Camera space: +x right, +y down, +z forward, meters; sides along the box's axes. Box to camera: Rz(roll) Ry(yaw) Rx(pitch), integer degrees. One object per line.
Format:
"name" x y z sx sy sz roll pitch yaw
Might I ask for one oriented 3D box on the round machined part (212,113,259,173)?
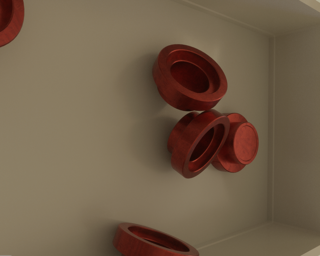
"round machined part" 0.123 0.024 0.502 0.099 0.042 0.097 0 90 -40

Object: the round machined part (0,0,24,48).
"round machined part" -0.164 -0.105 0.245 0.098 0.042 0.098 23 63 -55

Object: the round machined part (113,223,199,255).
"round machined part" -0.008 0.147 0.355 0.098 0.098 0.042 26 80 -38

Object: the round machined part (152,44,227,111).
"round machined part" 0.035 -0.061 0.407 0.099 0.042 0.098 14 50 -18

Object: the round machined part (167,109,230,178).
"round machined part" 0.048 0.017 0.419 0.099 0.042 0.097 -36 146 -30
